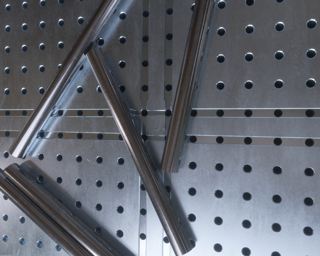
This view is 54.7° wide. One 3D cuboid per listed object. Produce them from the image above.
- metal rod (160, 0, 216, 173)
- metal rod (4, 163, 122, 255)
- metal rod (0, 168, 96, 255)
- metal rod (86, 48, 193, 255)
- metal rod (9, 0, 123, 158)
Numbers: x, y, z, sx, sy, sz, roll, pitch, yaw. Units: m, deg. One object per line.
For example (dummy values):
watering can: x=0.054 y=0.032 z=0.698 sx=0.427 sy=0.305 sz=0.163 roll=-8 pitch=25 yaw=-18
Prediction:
metal rod: x=0.043 y=-0.090 z=0.396 sx=0.025 sy=0.025 sz=0.298 roll=13 pitch=94 yaw=19
metal rod: x=-0.119 y=0.149 z=0.453 sx=0.300 sy=0.025 sz=0.025 roll=35 pitch=101 yaw=16
metal rod: x=-0.152 y=0.157 z=0.464 sx=0.300 sy=0.025 sz=0.025 roll=35 pitch=101 yaw=16
metal rod: x=-0.031 y=0.026 z=0.422 sx=0.025 sy=0.025 sz=0.299 roll=-28 pitch=81 yaw=17
metal rod: x=-0.141 y=-0.078 z=0.460 sx=0.025 sy=0.025 sz=0.299 roll=39 pitch=102 yaw=15
